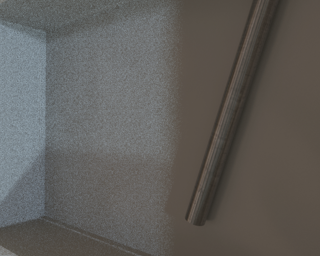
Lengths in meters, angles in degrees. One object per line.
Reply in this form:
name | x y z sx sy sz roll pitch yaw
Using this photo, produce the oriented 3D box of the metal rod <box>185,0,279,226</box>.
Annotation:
metal rod | 0.080 -0.030 0.339 0.025 0.025 0.298 25 105 37
